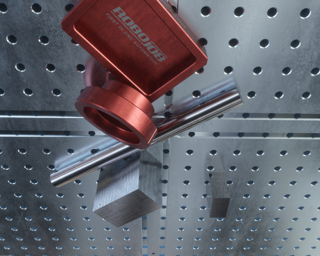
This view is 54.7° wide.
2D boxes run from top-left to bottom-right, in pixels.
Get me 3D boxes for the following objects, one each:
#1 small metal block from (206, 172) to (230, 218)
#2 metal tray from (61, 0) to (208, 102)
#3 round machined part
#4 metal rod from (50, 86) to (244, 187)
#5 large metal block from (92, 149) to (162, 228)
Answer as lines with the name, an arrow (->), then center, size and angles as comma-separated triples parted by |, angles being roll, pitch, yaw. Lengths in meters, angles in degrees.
small metal block -> 0.090, 0.105, 0.486 | 0.025, 0.050, 0.050 | -1, 130, 0
metal tray -> -0.023, -0.095, 0.327 | 0.090, 0.030, 0.130 | -34, 123, 25
round machined part -> -0.046, -0.019, 0.363 | 0.098, 0.042, 0.098 | 26, 161, 10
metal rod -> -0.031, 0.020, 0.427 | 0.300, 0.025, 0.025 | -25, 126, 19
large metal block -> -0.044, 0.084, 0.447 | 0.080, 0.080, 0.050 | -30, 124, 23
